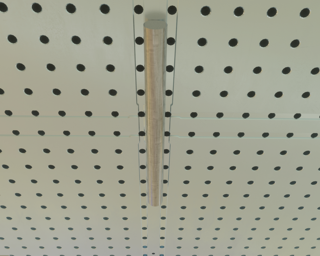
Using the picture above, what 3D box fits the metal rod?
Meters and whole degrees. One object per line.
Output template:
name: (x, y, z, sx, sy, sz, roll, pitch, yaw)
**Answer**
metal rod: (-0.006, 0.006, 0.417, 0.025, 0.025, 0.298, 0, 130, -1)
